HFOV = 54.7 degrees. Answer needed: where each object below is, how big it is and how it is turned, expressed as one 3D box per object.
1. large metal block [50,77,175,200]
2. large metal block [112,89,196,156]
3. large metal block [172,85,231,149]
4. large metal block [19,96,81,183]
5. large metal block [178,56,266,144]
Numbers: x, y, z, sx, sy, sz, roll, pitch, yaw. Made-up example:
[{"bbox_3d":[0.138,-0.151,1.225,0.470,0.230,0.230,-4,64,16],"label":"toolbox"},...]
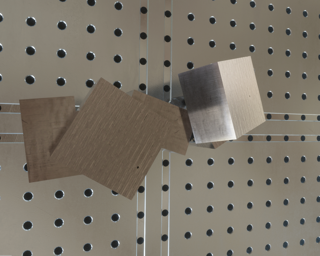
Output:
[{"bbox_3d":[-0.047,0.010,0.296,0.080,0.050,0.080,33,79,-17],"label":"large metal block"},{"bbox_3d":[-0.013,-0.005,0.379,0.081,0.080,0.050,20,84,-19],"label":"large metal block"},{"bbox_3d":[0.076,-0.027,0.429,0.080,0.050,0.080,-32,101,-18],"label":"large metal block"},{"bbox_3d":[-0.119,0.010,0.339,0.050,0.080,0.079,-7,93,-20],"label":"large metal block"},{"bbox_3d":[0.073,-0.034,0.355,0.081,0.050,0.080,-22,99,-48],"label":"large metal block"}]
